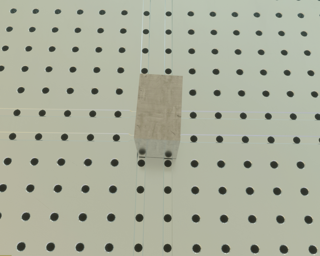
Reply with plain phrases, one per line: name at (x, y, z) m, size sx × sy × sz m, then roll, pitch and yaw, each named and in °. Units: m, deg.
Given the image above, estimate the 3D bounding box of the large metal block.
large metal block at (-0.001, -0.012, 0.386) m, size 0.050 × 0.080 × 0.080 m, roll 3°, pitch 70°, yaw 1°
